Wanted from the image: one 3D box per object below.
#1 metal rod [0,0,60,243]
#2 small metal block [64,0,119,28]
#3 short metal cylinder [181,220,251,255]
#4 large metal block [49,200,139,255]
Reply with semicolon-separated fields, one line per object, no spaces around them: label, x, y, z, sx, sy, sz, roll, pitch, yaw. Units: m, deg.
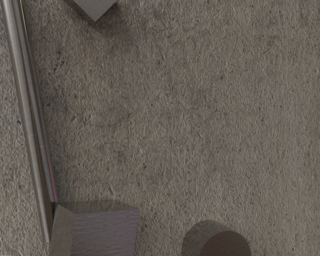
metal rod;-0.147;-0.018;0.355;0.025;0.025;0.298;-10;94;-20
small metal block;-0.083;-0.161;0.379;0.050;0.025;0.050;43;76;-15
short metal cylinder;0.076;0.173;0.426;0.081;0.050;0.079;0;90;-21
large metal block;-0.076;0.129;0.355;0.081;0.050;0.080;8;87;-41
